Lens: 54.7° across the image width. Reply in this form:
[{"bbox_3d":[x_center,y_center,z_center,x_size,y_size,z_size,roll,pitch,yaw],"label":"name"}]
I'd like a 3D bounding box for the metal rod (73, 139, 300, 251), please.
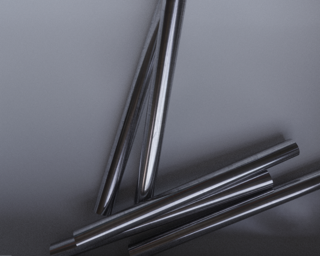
[{"bbox_3d":[0.039,0.081,0.394,0.302,0.025,0.025,-22,90,-8],"label":"metal rod"}]

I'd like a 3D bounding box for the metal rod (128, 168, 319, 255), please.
[{"bbox_3d":[0.103,0.111,0.412,0.301,0.025,0.025,-21,90,-1],"label":"metal rod"}]

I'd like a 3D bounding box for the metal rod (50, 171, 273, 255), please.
[{"bbox_3d":[0.003,0.116,0.411,0.302,0.025,0.025,-19,90,-1],"label":"metal rod"}]

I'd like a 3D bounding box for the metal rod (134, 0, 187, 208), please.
[{"bbox_3d":[0.000,-0.036,0.362,0.025,0.025,0.298,9,110,-1],"label":"metal rod"}]

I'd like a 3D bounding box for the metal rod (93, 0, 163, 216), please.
[{"bbox_3d":[-0.033,-0.031,0.410,0.025,0.025,0.298,17,90,-1],"label":"metal rod"}]
